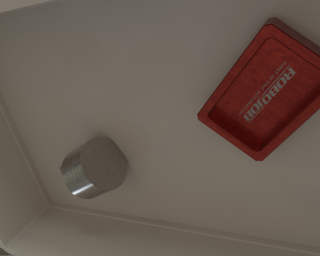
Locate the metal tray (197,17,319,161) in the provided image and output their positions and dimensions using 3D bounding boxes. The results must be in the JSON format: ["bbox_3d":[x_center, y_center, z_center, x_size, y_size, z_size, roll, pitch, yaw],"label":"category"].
[{"bbox_3d":[0.110,-0.035,0.325,0.090,0.030,0.129,36,129,3],"label":"metal tray"}]

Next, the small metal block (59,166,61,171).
[{"bbox_3d":[-0.134,0.076,0.524,0.050,0.025,0.050,-18,109,35],"label":"small metal block"}]

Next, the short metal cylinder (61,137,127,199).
[{"bbox_3d":[-0.096,0.060,0.459,0.050,0.080,0.080,-29,103,37],"label":"short metal cylinder"}]
